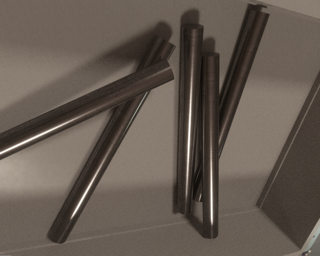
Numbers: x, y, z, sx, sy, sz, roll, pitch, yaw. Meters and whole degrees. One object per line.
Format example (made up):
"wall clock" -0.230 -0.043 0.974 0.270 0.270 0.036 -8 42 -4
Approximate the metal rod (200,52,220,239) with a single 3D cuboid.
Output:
"metal rod" 0.073 0.042 0.452 0.025 0.025 0.298 -15 117 -20

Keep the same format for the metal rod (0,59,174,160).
"metal rod" -0.125 0.000 0.323 0.302 0.025 0.025 -26 128 -6

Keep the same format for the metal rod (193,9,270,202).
"metal rod" 0.095 -0.015 0.452 0.025 0.025 0.298 -1 119 -28

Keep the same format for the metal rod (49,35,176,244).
"metal rod" -0.066 0.025 0.388 0.025 0.025 0.298 20 108 -36

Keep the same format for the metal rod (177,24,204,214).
"metal rod" 0.040 0.009 0.437 0.025 0.025 0.298 -14 125 -21
